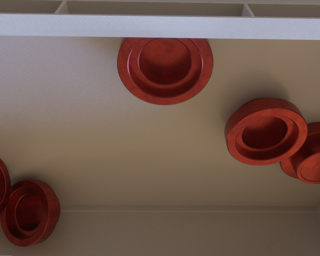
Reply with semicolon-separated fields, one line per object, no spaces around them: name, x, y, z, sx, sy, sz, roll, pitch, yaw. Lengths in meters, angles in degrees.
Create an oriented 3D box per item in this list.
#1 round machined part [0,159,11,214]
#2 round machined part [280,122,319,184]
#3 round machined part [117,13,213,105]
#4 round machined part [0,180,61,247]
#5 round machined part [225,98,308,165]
round machined part;-0.258;0.081;0.427;0.042;0.098;0.098;-14;129;12
round machined part;0.220;0.042;0.435;0.099;0.042;0.097;0;130;0
round machined part;0.005;-0.076;0.333;0.099;0.042;0.097;0;130;0
round machined part;-0.196;0.130;0.483;0.098;0.098;0.042;-23;162;18
round machined part;0.132;0.000;0.399;0.099;0.042;0.097;0;130;0
